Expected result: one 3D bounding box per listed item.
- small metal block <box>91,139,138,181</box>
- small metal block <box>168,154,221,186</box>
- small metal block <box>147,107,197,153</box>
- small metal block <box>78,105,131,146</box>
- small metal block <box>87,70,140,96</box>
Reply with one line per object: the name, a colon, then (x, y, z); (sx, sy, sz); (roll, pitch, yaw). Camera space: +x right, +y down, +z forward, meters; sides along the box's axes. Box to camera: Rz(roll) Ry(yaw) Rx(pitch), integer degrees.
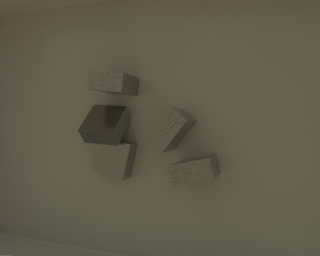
small metal block: (-0.063, 0.040, 0.432); (0.050, 0.025, 0.050); (14, 95, 19)
small metal block: (0.044, 0.051, 0.381); (0.050, 0.050, 0.025); (-14, 86, 19)
small metal block: (0.016, 0.002, 0.391); (0.025, 0.050, 0.050); (40, 102, 15)
small metal block: (-0.074, -0.005, 0.421); (0.050, 0.025, 0.050); (4, 47, 19)
small metal block: (-0.062, -0.060, 0.418); (0.050, 0.050, 0.025); (7, 93, 19)
